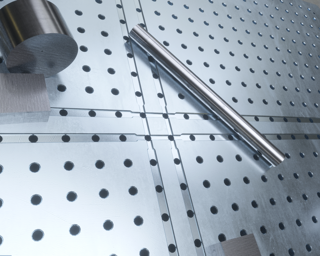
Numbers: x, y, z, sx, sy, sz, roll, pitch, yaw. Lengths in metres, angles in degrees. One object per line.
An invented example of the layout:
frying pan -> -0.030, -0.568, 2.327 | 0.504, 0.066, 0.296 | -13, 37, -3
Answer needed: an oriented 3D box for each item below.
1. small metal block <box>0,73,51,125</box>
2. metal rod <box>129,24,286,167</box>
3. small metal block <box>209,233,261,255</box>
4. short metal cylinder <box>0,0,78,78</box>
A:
small metal block -> -0.154, -0.033, 0.345 | 0.050, 0.025, 0.050 | -5, 64, -31
metal rod -> 0.071, -0.050, 0.476 | 0.300, 0.025, 0.025 | 42, 51, 1
small metal block -> 0.092, 0.156, 0.362 | 0.050, 0.025, 0.050 | -2, 63, -29
short metal cylinder -> -0.143, -0.100, 0.357 | 0.081, 0.080, 0.050 | -18, 72, -35
